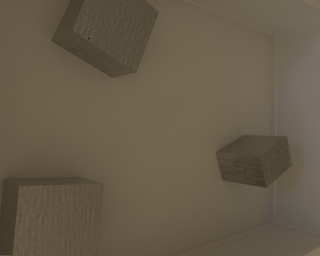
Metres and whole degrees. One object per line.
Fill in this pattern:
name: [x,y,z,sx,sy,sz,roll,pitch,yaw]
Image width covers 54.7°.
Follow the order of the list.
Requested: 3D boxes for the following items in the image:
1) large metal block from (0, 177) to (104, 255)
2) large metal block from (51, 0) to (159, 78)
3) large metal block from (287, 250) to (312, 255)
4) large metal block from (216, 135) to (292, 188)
large metal block: [-0.106,0.092,0.302,0.081,0.050,0.080,7,86,-40]
large metal block: [-0.058,-0.112,0.341,0.080,0.050,0.080,29,72,-36]
large metal block: [0.287,0.298,0.614,0.081,0.080,0.050,-28,108,-37]
large metal block: [0.151,0.050,0.497,0.081,0.080,0.050,-25,106,-37]
